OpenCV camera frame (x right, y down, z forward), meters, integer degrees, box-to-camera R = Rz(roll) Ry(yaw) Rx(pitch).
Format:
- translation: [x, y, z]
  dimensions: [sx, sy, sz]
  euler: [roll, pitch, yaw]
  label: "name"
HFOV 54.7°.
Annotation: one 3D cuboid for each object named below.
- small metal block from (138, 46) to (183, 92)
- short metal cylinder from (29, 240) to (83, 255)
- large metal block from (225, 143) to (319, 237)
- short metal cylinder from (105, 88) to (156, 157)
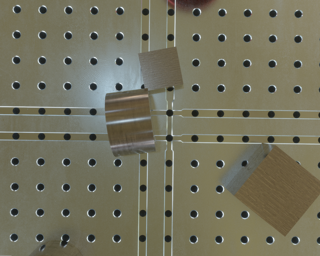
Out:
- translation: [0.001, -0.077, 0.413]
  dimensions: [0.050, 0.025, 0.050]
  euler: [-11, 90, 0]
  label: "small metal block"
- translation: [-0.142, 0.193, 0.400]
  dimensions: [0.081, 0.050, 0.079]
  euler: [0, 90, 0]
  label: "short metal cylinder"
- translation: [0.147, 0.077, 0.402]
  dimensions: [0.080, 0.050, 0.080]
  euler: [39, 90, 0]
  label: "large metal block"
- translation: [-0.035, -0.007, 0.386]
  dimensions: [0.050, 0.080, 0.080]
  euler: [-8, 90, 0]
  label: "short metal cylinder"
